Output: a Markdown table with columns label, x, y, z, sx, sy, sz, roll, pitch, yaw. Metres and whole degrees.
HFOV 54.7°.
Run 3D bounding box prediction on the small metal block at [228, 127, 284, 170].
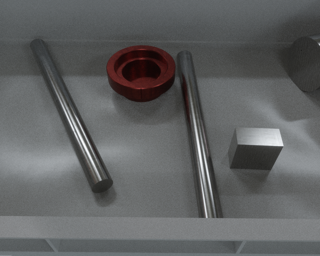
| label | x | y | z | sx | sy | sz | roll | pitch | yaw |
| --- | --- | --- | --- | --- | --- | --- | --- | --- | --- |
| small metal block | 0.112 | 0.025 | 0.369 | 0.050 | 0.050 | 0.025 | 2 | 50 | 1 |

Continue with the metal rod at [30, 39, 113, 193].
| label | x | y | z | sx | sy | sz | roll | pitch | yaw |
| --- | --- | --- | --- | --- | --- | --- | --- | --- | --- |
| metal rod | -0.134 | -0.036 | 0.433 | 0.025 | 0.025 | 0.300 | -22 | 54 | -18 |

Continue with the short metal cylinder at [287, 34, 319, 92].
| label | x | y | z | sx | sy | sz | roll | pitch | yaw |
| --- | --- | --- | --- | --- | --- | --- | --- | --- | --- |
| short metal cylinder | 0.235 | -0.098 | 0.455 | 0.050 | 0.080 | 0.080 | -14 | 52 | -12 |

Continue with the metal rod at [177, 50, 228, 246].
| label | x | y | z | sx | sy | sz | roll | pitch | yaw |
| --- | --- | --- | --- | --- | --- | --- | --- | --- | --- |
| metal rod | 0.047 | -0.001 | 0.406 | 0.025 | 0.025 | 0.300 | -2 | 50 | -2 |

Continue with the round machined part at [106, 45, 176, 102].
| label | x | y | z | sx | sy | sz | roll | pitch | yaw |
| --- | --- | --- | --- | --- | --- | --- | --- | --- | --- |
| round machined part | -0.027 | -0.076 | 0.458 | 0.099 | 0.042 | 0.098 | 0 | 50 | 0 |
